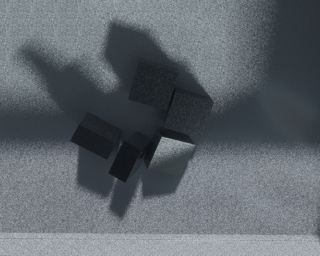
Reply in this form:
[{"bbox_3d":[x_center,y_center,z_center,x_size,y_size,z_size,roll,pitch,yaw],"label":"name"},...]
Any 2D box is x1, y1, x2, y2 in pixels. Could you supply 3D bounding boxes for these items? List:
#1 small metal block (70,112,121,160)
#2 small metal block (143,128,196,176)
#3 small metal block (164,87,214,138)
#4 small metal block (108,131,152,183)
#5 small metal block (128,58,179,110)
[{"bbox_3d":[-0.081,0.009,0.400,0.050,0.050,0.025,29,108,-10],"label":"small metal block"},{"bbox_3d":[0.012,0.033,0.416,0.050,0.025,0.050,15,110,-24],"label":"small metal block"},{"bbox_3d":[0.036,-0.020,0.404,0.050,0.025,0.050,16,109,-6],"label":"small metal block"},{"bbox_3d":[-0.038,0.037,0.408,0.025,0.050,0.050,29,109,7],"label":"small metal block"},{"bbox_3d":[-0.008,-0.055,0.391,0.050,0.025,0.050,16,109,-6],"label":"small metal block"}]
